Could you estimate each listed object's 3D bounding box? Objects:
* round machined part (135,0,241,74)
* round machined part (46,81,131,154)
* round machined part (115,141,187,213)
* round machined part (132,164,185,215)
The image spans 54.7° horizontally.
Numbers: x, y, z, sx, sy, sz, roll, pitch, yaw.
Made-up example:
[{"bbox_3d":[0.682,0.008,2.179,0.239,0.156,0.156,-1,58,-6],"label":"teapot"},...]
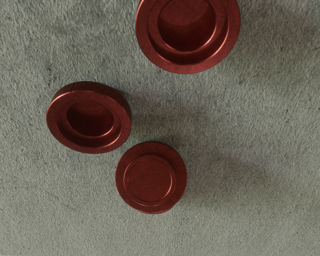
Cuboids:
[{"bbox_3d":[0.026,-0.106,0.306,0.099,0.042,0.097,0,130,0],"label":"round machined part"},{"bbox_3d":[-0.084,-0.017,0.381,0.099,0.042,0.097,0,130,0],"label":"round machined part"},{"bbox_3d":[-0.012,0.067,0.419,0.099,0.042,0.097,0,91,2],"label":"round machined part"},{"bbox_3d":[-0.011,0.097,0.478,0.099,0.042,0.097,0,130,0],"label":"round machined part"}]
